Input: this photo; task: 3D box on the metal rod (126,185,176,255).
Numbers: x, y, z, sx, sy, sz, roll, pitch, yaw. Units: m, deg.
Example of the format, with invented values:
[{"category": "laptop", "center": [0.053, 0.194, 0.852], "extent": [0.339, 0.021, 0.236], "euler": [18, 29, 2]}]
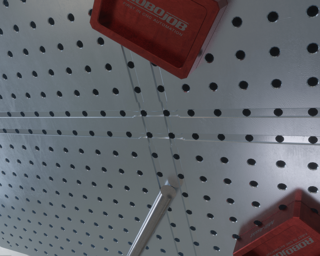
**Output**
[{"category": "metal rod", "center": [-0.034, 0.204, 0.554], "extent": [0.025, 0.025, 0.298], "euler": [30, 128, 9]}]

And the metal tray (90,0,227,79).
[{"category": "metal tray", "center": [-0.007, -0.123, 0.335], "extent": [0.130, 0.030, 0.089], "euler": [31, 128, 7]}]

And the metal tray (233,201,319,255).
[{"category": "metal tray", "center": [0.174, 0.164, 0.417], "extent": [0.090, 0.030, 0.129], "euler": [38, 129, 2]}]
